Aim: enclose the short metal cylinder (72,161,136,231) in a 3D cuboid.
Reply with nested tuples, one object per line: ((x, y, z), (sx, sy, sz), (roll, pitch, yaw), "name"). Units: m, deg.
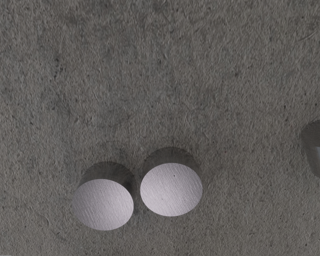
((-0.075, 0.093, 0.430), (0.081, 0.050, 0.079), (0, 110, 0), "short metal cylinder")

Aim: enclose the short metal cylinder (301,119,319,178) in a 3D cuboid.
((0.227, 0.023, 0.391), (0.080, 0.080, 0.050), (-22, 109, 8), "short metal cylinder")

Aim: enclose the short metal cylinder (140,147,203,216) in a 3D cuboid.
((0.015, 0.072, 0.423), (0.081, 0.050, 0.079), (0, 110, 0), "short metal cylinder")
